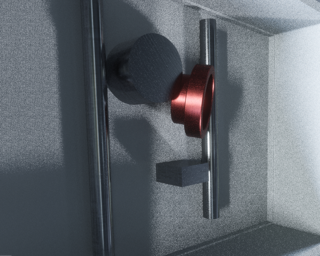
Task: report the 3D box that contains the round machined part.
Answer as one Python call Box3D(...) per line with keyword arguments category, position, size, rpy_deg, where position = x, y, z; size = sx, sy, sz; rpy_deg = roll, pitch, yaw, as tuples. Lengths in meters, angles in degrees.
Box3D(category="round machined part", position=(0.044, -0.037, 0.415), size=(0.098, 0.042, 0.097), rpy_deg=(8, 91, -74))

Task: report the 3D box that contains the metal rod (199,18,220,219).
Box3D(category="metal rod", position=(0.076, -0.013, 0.472), size=(0.025, 0.025, 0.298), rpy_deg=(-2, 92, -40))

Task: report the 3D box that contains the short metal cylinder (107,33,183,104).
Box3D(category="short metal cylinder", position=(-0.019, -0.069, 0.376), size=(0.081, 0.050, 0.079), rpy_deg=(0, 90, -40))

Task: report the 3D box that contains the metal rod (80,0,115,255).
Box3D(category="metal rod", position=(-0.070, -0.001, 0.349), size=(0.025, 0.025, 0.298), rpy_deg=(-4, 93, -40))

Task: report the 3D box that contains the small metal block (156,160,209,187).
Box3D(category="small metal block", position=(0.030, 0.060, 0.418), size=(0.050, 0.050, 0.025), rpy_deg=(-3, 92, -40))
